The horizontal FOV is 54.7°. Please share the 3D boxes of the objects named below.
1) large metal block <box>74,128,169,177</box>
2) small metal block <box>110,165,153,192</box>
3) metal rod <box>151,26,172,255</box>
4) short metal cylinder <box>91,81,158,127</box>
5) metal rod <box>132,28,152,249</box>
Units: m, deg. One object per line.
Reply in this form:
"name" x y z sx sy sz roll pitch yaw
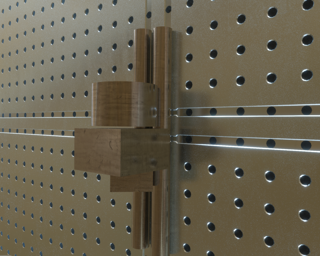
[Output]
"large metal block" -0.046 0.025 0.377 0.080 0.081 0.050 1 91 39
"small metal block" -0.036 0.063 0.391 0.050 0.050 0.025 1 91 -5
"metal rod" 0.002 0.020 0.407 0.025 0.025 0.298 1 91 39
"short metal cylinder" -0.043 -0.027 0.379 0.080 0.081 0.050 1 91 39
"metal rod" -0.025 0.015 0.430 0.025 0.025 0.298 1 91 39
